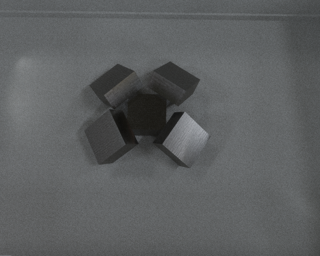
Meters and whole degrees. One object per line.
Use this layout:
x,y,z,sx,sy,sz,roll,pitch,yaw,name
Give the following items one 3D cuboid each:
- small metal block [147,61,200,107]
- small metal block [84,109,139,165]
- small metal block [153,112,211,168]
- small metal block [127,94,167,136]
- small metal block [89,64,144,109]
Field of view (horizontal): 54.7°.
0.019,-0.061,0.417,0.050,0.025,0.050,33,36,11,small metal block
-0.062,0.012,0.390,0.050,0.025,0.050,-37,70,27,small metal block
0.028,0.015,0.390,0.050,0.025,0.050,42,72,-22,small metal block
-0.017,-0.017,0.413,0.050,0.025,0.050,2,70,0,small metal block
-0.059,-0.057,0.414,0.050,0.025,0.050,-41,38,-13,small metal block
